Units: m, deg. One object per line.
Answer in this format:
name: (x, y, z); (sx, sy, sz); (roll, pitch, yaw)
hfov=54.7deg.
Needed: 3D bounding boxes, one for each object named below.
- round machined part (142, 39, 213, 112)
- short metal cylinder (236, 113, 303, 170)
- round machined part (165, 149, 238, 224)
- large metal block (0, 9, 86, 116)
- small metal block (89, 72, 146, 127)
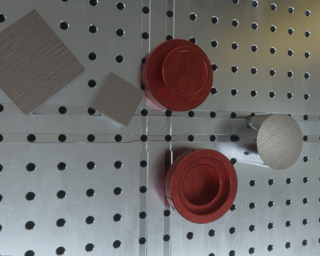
round machined part: (0.028, -0.071, 0.414); (0.099, 0.042, 0.097); (0, 90, -20)
short metal cylinder: (0.161, 0.019, 0.458); (0.081, 0.050, 0.080); (0, 90, -20)
round machined part: (0.052, 0.076, 0.423); (0.099, 0.042, 0.097); (0, 90, -20)
large metal block: (-0.144, -0.069, 0.346); (0.080, 0.050, 0.080); (-42, 104, -15)
small metal block: (-0.055, -0.035, 0.392); (0.050, 0.025, 0.050); (30, 80, -18)
